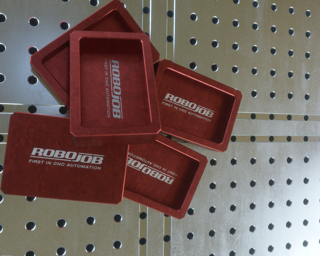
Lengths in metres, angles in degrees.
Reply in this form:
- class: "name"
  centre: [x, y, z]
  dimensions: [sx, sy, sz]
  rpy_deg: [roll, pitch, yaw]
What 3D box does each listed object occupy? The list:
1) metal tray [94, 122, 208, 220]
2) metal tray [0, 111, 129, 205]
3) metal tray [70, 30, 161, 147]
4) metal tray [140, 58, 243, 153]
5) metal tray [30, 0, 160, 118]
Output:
- class: "metal tray"
  centre: [-0.012, 0.053, 0.404]
  dimensions: [0.131, 0.030, 0.090]
  rpy_deg: [27, 82, -18]
- class: "metal tray"
  centre: [-0.103, 0.034, 0.354]
  dimensions: [0.131, 0.030, 0.090]
  rpy_deg: [7, 88, -6]
- class: "metal tray"
  centre: [-0.052, -0.046, 0.345]
  dimensions: [0.091, 0.030, 0.130]
  rpy_deg: [-2, 67, -13]
- class: "metal tray"
  centre: [0.041, -0.028, 0.423]
  dimensions: [0.131, 0.030, 0.090]
  rpy_deg: [19, 84, -19]
- class: "metal tray"
  centre: [-0.077, -0.083, 0.380]
  dimensions: [0.130, 0.030, 0.090]
  rpy_deg: [-41, 102, -15]
